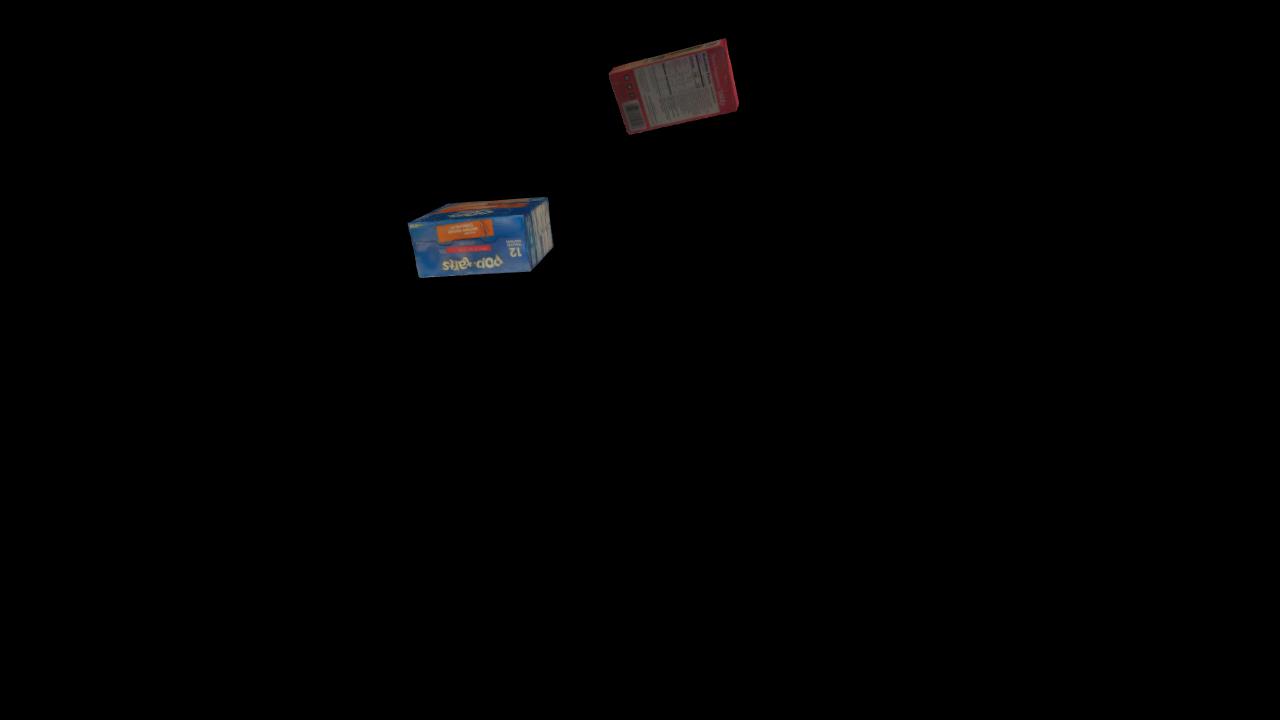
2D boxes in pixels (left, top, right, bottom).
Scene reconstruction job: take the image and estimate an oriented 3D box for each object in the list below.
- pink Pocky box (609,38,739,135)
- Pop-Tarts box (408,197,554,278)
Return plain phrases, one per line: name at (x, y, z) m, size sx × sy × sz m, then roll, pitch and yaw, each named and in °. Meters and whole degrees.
pink Pocky box at (0.045, -0.352, 0.799) m, size 0.155 × 0.084 × 0.029 m, roll -4°, pitch 43°, yaw 22°
Pop-Tarts box at (-0.226, -0.183, 0.903) m, size 0.167 × 0.083 × 0.141 m, roll -2°, pitch 25°, yaw 8°
